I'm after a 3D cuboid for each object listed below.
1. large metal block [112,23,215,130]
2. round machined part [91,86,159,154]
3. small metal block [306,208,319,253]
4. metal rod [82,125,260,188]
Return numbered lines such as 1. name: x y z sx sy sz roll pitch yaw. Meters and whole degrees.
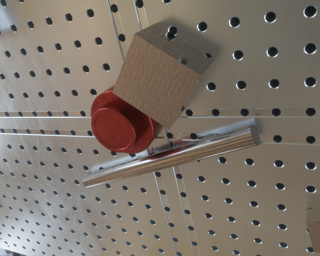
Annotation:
1. large metal block: 0.003 -0.059 0.356 0.080 0.050 0.079 33 129 6
2. round machined part: -0.054 -0.005 0.424 0.098 0.042 0.097 13 124 20
3. small metal block: 0.211 0.126 0.378 0.050 0.025 0.050 -9 114 31
4. metal rod: -0.006 0.049 0.443 0.300 0.025 0.025 -19 108 35
